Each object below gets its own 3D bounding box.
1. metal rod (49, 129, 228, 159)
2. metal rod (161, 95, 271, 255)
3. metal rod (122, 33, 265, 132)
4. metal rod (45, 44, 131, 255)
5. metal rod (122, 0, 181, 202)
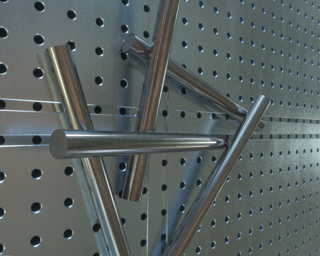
[{"bbox_3d":[0.007,0.018,0.374,0.302,0.025,0.025,3,88,-53],"label":"metal rod"},{"bbox_3d":[0.092,0.069,0.470,0.025,0.025,0.300,47,68,-30],"label":"metal rod"},{"bbox_3d":[0.070,-0.055,0.470,0.302,0.025,0.025,25,75,-38],"label":"metal rod"},{"bbox_3d":[-0.071,0.058,0.351,0.025,0.025,0.298,-23,105,-38],"label":"metal rod"},{"bbox_3d":[-0.006,-0.059,0.378,0.025,0.025,0.298,10,92,-40],"label":"metal rod"}]
